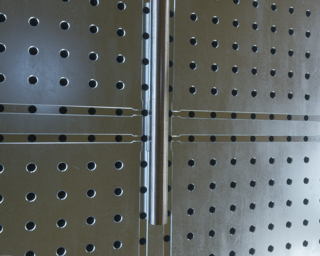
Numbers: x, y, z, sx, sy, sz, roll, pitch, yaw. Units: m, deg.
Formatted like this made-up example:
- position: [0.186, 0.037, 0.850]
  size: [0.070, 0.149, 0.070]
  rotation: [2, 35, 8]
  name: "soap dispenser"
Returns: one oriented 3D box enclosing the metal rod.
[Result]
- position: [-0.001, -0.024, 0.412]
  size: [0.025, 0.025, 0.298]
  rotation: [1, 90, -20]
  name: "metal rod"
